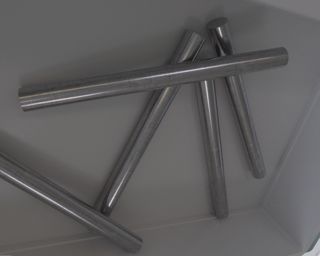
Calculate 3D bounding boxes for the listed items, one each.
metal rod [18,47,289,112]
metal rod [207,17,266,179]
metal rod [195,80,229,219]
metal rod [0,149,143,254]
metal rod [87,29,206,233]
[{"bbox_3d":[0.005,-0.057,0.347,0.302,0.025,0.025,-11,124,-12],"label":"metal rod"},{"bbox_3d":[0.123,-0.022,0.461,0.025,0.025,0.299,-33,129,-7],"label":"metal rod"},{"bbox_3d":[0.084,0.040,0.478,0.025,0.025,0.298,-24,127,-14],"label":"metal rod"},{"bbox_3d":[-0.125,0.082,0.369,0.025,0.025,0.300,-44,123,2],"label":"metal rod"},{"bbox_3d":[-0.026,0.016,0.404,0.025,0.025,0.298,17,109,-35],"label":"metal rod"}]
